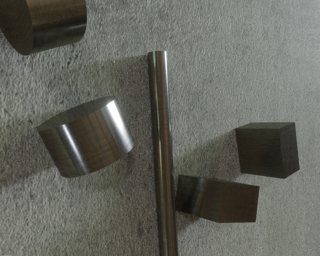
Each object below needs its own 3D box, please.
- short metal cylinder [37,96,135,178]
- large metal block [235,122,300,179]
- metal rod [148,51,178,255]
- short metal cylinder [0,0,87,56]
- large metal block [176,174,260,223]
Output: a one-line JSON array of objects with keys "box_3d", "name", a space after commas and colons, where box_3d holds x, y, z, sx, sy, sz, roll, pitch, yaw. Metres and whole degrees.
[{"box_3d": [-0.072, 0.006, 0.309, 0.081, 0.080, 0.050, -33, 111, -35], "name": "short metal cylinder"}, {"box_3d": [0.179, 0.034, 0.519, 0.050, 0.080, 0.079, -16, 100, -39], "name": "large metal block"}, {"box_3d": [0.005, 0.051, 0.408, 0.025, 0.025, 0.298, -6, 94, -40], "name": "metal rod"}, {"box_3d": [-0.110, -0.110, 0.276, 0.050, 0.080, 0.080, -29, 109, -36], "name": "short metal cylinder"}, {"box_3d": [0.080, 0.098, 0.436, 0.081, 0.080, 0.050, 14, 81, -39], "name": "large metal block"}]
